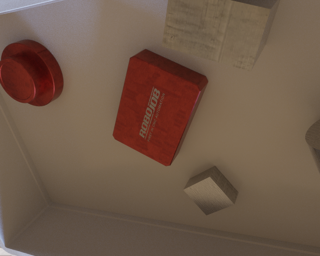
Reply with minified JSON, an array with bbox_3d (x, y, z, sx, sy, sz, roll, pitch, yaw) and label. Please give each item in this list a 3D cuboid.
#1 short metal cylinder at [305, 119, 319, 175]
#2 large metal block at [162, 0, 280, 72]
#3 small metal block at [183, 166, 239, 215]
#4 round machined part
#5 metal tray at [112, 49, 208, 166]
[{"bbox_3d":[0.186,0.019,0.287,0.080,0.080,0.050,-18,109,34],"label":"short metal cylinder"},{"bbox_3d":[0.058,-0.099,0.281,0.080,0.080,0.050,20,126,16],"label":"large metal block"},{"bbox_3d":[0.070,0.087,0.425,0.050,0.025,0.050,49,128,-7],"label":"small metal block"},{"bbox_3d":[-0.194,-0.075,0.451,0.098,0.042,0.097,13,124,20],"label":"round machined part"},{"bbox_3d":[-0.005,-0.022,0.393,0.090,0.030,0.129,27,128,11],"label":"metal tray"}]
